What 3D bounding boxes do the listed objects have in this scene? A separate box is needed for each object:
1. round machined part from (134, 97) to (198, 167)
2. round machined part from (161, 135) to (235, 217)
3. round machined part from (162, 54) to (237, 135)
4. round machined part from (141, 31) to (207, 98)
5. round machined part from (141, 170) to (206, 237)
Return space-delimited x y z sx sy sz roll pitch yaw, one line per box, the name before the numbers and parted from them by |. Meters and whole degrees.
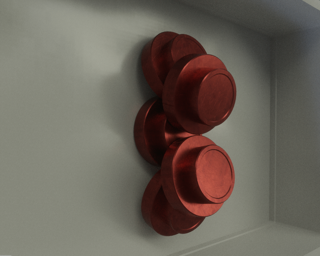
round machined part | 0.018 0.004 0.408 0.099 0.042 0.097 1 88 -40
round machined part | 0.052 0.056 0.371 0.099 0.042 0.098 11 72 -38
round machined part | 0.054 -0.039 0.372 0.099 0.042 0.097 -13 110 -37
round machined part | 0.028 -0.082 0.402 0.099 0.042 0.098 16 64 -35
round machined part | 0.028 0.096 0.399 0.099 0.042 0.097 -15 114 -36
